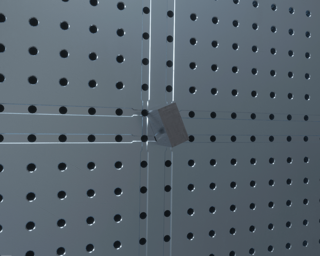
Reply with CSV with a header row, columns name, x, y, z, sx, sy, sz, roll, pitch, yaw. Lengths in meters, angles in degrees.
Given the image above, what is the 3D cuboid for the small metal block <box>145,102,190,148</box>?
name,x,y,z,sx,sy,sz,roll,pitch,yaw
small metal block,0.008,-0.004,0.402,0.025,0.050,0.050,-24,99,-18
